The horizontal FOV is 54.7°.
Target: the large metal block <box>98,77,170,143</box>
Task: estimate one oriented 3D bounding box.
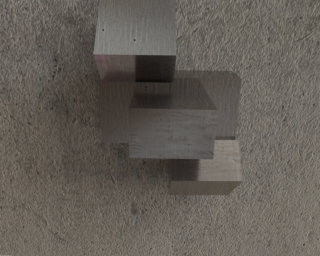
[{"bbox_3d":[-0.030,-0.028,0.385,0.081,0.050,0.079,1,110,-1],"label":"large metal block"}]

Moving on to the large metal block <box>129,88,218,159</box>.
[{"bbox_3d":[0.011,-0.008,0.326,0.081,0.080,0.050,1,110,-1],"label":"large metal block"}]

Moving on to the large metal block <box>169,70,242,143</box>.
[{"bbox_3d":[0.051,-0.028,0.386,0.081,0.050,0.079,1,110,-1],"label":"large metal block"}]

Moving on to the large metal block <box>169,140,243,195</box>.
[{"bbox_3d":[0.053,0.053,0.395,0.081,0.080,0.050,0,66,-1],"label":"large metal block"}]

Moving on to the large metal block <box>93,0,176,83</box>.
[{"bbox_3d":[-0.024,-0.098,0.339,0.081,0.050,0.080,1,66,0],"label":"large metal block"}]
